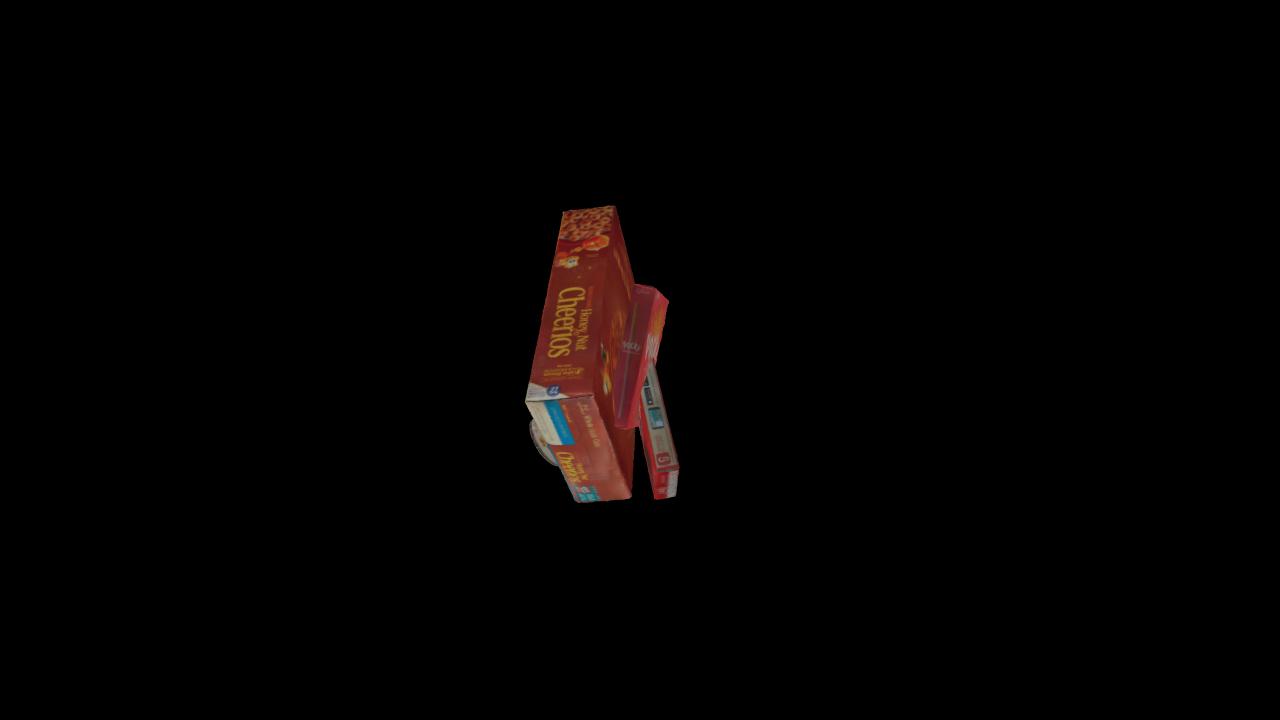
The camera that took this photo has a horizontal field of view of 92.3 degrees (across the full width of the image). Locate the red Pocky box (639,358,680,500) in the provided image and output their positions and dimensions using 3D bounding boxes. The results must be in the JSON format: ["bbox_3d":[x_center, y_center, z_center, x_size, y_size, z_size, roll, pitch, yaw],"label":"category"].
[{"bbox_3d":[0.014,0.070,0.690,0.028,0.155,0.083,-10,-33,-5],"label":"red Pocky box"}]

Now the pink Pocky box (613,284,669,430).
[{"bbox_3d":[-0.002,-0.002,0.684,0.029,0.155,0.084,11,-1,12],"label":"pink Pocky box"}]

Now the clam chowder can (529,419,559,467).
[{"bbox_3d":[-0.068,0.069,0.706,0.102,0.068,0.068,-34,-9,13],"label":"clam chowder can"}]

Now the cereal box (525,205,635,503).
[{"bbox_3d":[-0.054,-0.012,0.741,0.081,0.306,0.203,-4,-40,10],"label":"cereal box"}]
